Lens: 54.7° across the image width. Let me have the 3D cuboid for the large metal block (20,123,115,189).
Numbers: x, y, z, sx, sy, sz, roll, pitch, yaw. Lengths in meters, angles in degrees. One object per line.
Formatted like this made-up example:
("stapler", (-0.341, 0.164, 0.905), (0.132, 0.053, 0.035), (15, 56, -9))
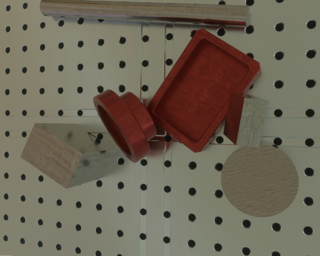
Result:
("large metal block", (-0.124, 0.034, 0.426), (0.080, 0.080, 0.050), (29, 100, 17))

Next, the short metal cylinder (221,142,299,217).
("short metal cylinder", (0.115, 0.056, 0.359), (0.080, 0.050, 0.079), (0, 90, 19))

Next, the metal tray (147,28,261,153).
("metal tray", (0.052, -0.045, 0.390), (0.090, 0.030, 0.129), (37, 101, 16))

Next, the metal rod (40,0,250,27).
("metal rod", (-0.034, -0.159, 0.423), (0.301, 0.025, 0.025), (10, 93, 19))

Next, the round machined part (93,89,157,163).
("round machined part", (-0.041, -0.007, 0.396), (0.042, 0.098, 0.098), (-33, 78, -17))

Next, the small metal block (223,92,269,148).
("small metal block", (0.092, -0.010, 0.340), (0.025, 0.050, 0.050), (6, 102, -5))
